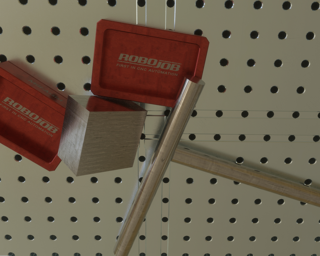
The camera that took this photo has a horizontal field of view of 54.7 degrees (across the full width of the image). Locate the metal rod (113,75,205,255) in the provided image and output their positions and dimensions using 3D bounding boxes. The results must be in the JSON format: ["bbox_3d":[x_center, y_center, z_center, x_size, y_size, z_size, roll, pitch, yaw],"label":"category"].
[{"bbox_3d":[-0.010,0.069,0.419,0.025,0.025,0.298,19,116,-7],"label":"metal rod"}]

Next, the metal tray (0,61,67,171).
[{"bbox_3d":[-0.171,-0.013,0.403,0.130,0.030,0.090,34,106,-12],"label":"metal tray"}]

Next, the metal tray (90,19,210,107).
[{"bbox_3d":[-0.014,-0.077,0.381,0.131,0.030,0.089,9,110,-4],"label":"metal tray"}]

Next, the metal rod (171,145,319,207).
[{"bbox_3d":[0.160,0.080,0.445,0.302,0.025,0.025,18,109,-7],"label":"metal rod"}]

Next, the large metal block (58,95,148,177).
[{"bbox_3d":[-0.071,0.007,0.380,0.081,0.050,0.079,-3,117,-43],"label":"large metal block"}]
